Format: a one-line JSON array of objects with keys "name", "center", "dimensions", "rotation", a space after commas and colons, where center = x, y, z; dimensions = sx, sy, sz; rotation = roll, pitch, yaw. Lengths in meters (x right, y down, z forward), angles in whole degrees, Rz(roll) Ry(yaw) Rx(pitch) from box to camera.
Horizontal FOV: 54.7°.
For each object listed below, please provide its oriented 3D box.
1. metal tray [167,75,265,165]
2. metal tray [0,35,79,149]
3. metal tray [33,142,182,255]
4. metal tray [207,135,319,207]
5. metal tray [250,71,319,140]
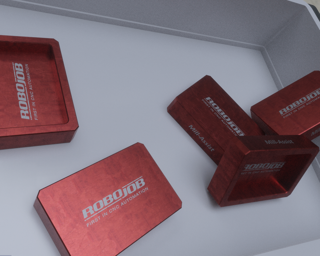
[{"name": "metal tray", "center": [0.085, -0.008, 0.455], "dimensions": [0.130, 0.030, 0.091], "rotation": [47, 51, 5]}, {"name": "metal tray", "center": [-0.151, -0.044, 0.347], "dimensions": [0.091, 0.030, 0.130], "rotation": [-5, 65, -31]}, {"name": "metal tray", "center": [-0.050, 0.080, 0.328], "dimensions": [0.131, 0.030, 0.090], "rotation": [-26, 76, -37]}, {"name": "metal tray", "center": [0.135, 0.054, 0.403], "dimensions": [0.131, 0.089, 0.030], "rotation": [0, 34, -29]}, {"name": "metal tray", "center": [0.219, -0.028, 0.474], "dimensions": [0.131, 0.030, 0.090], "rotation": [-29, 44, -4]}]
